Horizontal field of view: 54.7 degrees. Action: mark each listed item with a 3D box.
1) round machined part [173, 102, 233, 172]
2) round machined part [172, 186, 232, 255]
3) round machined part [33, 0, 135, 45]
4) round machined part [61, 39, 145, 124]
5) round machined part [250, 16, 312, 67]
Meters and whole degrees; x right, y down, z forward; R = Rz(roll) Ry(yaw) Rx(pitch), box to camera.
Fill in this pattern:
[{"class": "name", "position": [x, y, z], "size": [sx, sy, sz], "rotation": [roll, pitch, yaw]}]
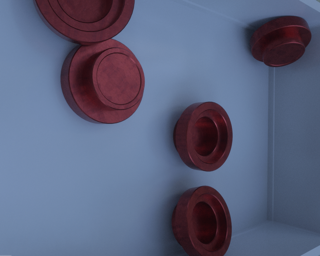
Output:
[{"class": "round machined part", "position": [0.058, 0.012, 0.447], "size": [0.099, 0.042, 0.097], "rotation": [0, 90, -40]}, {"class": "round machined part", "position": [0.054, 0.133, 0.432], "size": [0.099, 0.042, 0.098], "rotation": [21, 59, -40]}, {"class": "round machined part", "position": [-0.079, -0.136, 0.319], "size": [0.099, 0.042, 0.097], "rotation": [-4, 100, -24]}, {"class": "round machined part", "position": [-0.056, -0.053, 0.350], "size": [0.099, 0.042, 0.097], "rotation": [0, 91, -40]}, {"class": "round machined part", "position": [0.208, -0.141, 0.531], "size": [0.099, 0.098, 0.042], "rotation": [16, 59, -39]}]
